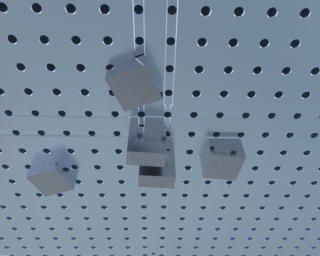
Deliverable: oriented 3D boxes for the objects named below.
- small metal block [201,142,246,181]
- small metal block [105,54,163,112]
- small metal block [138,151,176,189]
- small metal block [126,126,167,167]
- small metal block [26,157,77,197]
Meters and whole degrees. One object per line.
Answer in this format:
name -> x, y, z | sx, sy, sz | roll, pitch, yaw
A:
small metal block -> 0.092, 0.050, 0.456 | 0.050, 0.025, 0.050 | 6, 130, -6
small metal block -> -0.029, -0.052, 0.367 | 0.050, 0.025, 0.050 | -17, 128, 14
small metal block -> -0.005, 0.058, 0.445 | 0.050, 0.050, 0.025 | 3, 130, -4
small metal block -> -0.018, 0.024, 0.416 | 0.050, 0.050, 0.025 | 4, 130, -4
small metal block -> -0.165, 0.075, 0.473 | 0.050, 0.025, 0.050 | -16, 129, 13
